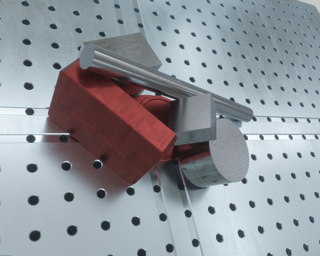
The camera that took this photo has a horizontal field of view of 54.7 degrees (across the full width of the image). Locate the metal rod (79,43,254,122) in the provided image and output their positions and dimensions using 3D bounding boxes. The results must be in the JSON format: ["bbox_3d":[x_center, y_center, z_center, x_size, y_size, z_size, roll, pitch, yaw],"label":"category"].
[{"bbox_3d":[0.036,-0.044,0.395,0.302,0.025,0.025,12,54,-45],"label":"metal rod"}]

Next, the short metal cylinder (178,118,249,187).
[{"bbox_3d":[0.069,0.033,0.396,0.081,0.050,0.080,17,64,-39],"label":"short metal cylinder"}]

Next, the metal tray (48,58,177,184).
[{"bbox_3d":[-0.056,-0.003,0.338,0.130,0.090,0.030,40,51,-2],"label":"metal tray"}]

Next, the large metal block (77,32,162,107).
[{"bbox_3d":[-0.057,-0.066,0.381,0.081,0.080,0.050,-23,75,-37],"label":"large metal block"}]

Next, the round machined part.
[{"bbox_3d":[-0.005,-0.003,0.401,0.099,0.042,0.098,14,56,-21],"label":"round machined part"}]

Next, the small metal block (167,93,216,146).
[{"bbox_3d":[0.038,-0.010,0.364,0.025,0.050,0.050,57,32,-47],"label":"small metal block"}]
